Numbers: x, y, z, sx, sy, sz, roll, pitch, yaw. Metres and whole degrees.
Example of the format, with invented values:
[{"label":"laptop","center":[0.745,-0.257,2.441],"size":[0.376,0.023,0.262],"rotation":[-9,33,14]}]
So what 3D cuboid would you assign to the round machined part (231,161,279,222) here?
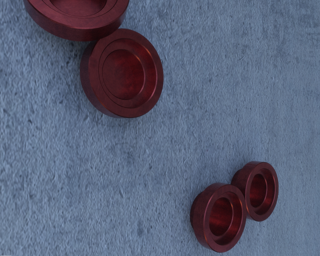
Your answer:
[{"label":"round machined part","center":[0.156,0.104,0.524],"size":[0.099,0.042,0.097],"rotation":[0,90,-40]}]

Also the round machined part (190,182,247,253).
[{"label":"round machined part","center":[0.083,0.130,0.464],"size":[0.099,0.042,0.097],"rotation":[0,90,-40]}]

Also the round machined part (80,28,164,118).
[{"label":"round machined part","center":[-0.046,-0.060,0.354],"size":[0.099,0.042,0.097],"rotation":[0,90,-40]}]

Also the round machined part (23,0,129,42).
[{"label":"round machined part","center":[-0.082,-0.127,0.306],"size":[0.099,0.042,0.098],"rotation":[6,69,-15]}]
